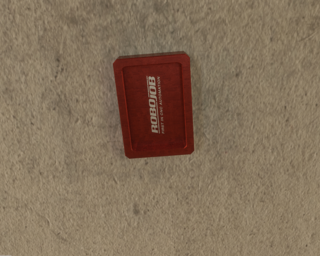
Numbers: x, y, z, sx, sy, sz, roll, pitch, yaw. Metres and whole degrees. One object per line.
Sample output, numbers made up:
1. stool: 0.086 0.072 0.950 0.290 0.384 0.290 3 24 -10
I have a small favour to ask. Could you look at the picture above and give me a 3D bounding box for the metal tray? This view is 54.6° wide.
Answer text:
1. metal tray: -0.005 -0.028 0.396 0.090 0.030 0.129 -4 110 1
